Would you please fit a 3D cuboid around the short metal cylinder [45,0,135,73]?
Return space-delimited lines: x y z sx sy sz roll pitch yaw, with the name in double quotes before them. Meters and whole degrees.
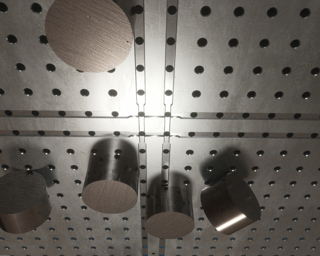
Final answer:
"short metal cylinder" -0.066 -0.102 0.307 0.081 0.050 0.079 0 131 0

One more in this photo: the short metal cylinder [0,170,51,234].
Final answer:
"short metal cylinder" -0.209 0.110 0.466 0.081 0.080 0.050 3 130 -3

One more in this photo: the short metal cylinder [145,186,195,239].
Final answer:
"short metal cylinder" 0.015 0.142 0.516 0.081 0.050 0.079 -1 130 0

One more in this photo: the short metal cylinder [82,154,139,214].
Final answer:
"short metal cylinder" -0.073 0.085 0.467 0.081 0.050 0.079 0 130 0

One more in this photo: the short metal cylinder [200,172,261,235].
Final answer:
"short metal cylinder" 0.109 0.116 0.476 0.080 0.080 0.050 34 122 -26
